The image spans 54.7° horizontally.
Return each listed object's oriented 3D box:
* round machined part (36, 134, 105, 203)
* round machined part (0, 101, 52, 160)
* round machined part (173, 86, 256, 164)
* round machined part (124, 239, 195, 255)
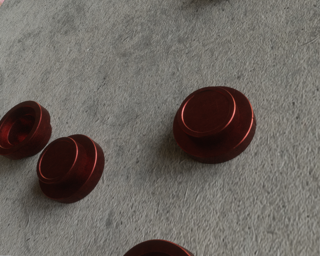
[{"bbox_3d":[-0.130,0.051,0.430,0.098,0.042,0.098,-13,56,21],"label":"round machined part"},{"bbox_3d":[-0.217,0.007,0.503,0.098,0.042,0.098,-13,56,21],"label":"round machined part"},{"bbox_3d":[0.060,-0.010,0.368,0.098,0.042,0.098,-13,56,21],"label":"round machined part"},{"bbox_3d":[0.002,0.160,0.294,0.098,0.042,0.098,-13,56,21],"label":"round machined part"}]
